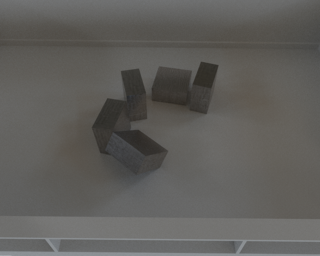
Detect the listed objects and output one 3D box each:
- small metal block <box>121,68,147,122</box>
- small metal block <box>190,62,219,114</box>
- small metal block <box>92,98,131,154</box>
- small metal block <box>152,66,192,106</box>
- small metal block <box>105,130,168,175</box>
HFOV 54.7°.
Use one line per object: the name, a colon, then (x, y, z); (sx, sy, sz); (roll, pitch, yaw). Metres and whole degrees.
small metal block: (-0.036, -0.045, 0.426); (0.025, 0.050, 0.050); (-10, 51, -8)
small metal block: (0.062, -0.056, 0.437); (0.025, 0.050, 0.050); (14, 51, 11)
small metal block: (-0.059, -0.001, 0.388); (0.025, 0.050, 0.050); (10, 51, 11)
small metal block: (0.018, -0.063, 0.458); (0.050, 0.025, 0.050); (9, 51, 7)
small metal block: (-0.027, 0.027, 0.365); (0.050, 0.025, 0.050); (34, 19, 24)
